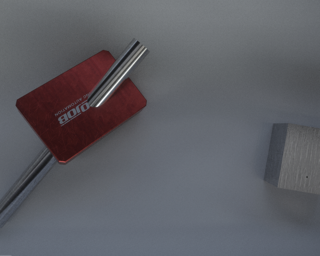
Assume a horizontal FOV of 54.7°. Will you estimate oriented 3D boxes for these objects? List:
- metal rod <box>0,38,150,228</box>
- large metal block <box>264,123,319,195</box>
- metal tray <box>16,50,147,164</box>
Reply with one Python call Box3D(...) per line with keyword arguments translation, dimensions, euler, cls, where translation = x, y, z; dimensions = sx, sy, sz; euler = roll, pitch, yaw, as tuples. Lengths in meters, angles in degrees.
Box3D(translation=(-0.120, 0.011, 0.391), dimensions=(0.025, 0.025, 0.299), euler=(41, 97, -1), cls="metal rod")
Box3D(translation=(0.189, 0.040, 0.402), dimensions=(0.080, 0.050, 0.080), euler=(10, 90, -1), cls="large metal block")
Box3D(translation=(-0.094, -0.027, 0.385), dimensions=(0.131, 0.030, 0.090), euler=(-37, 90, -21), cls="metal tray")
